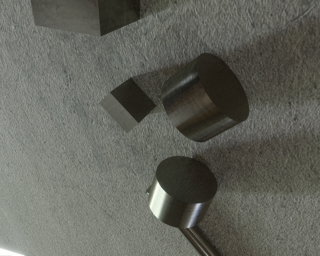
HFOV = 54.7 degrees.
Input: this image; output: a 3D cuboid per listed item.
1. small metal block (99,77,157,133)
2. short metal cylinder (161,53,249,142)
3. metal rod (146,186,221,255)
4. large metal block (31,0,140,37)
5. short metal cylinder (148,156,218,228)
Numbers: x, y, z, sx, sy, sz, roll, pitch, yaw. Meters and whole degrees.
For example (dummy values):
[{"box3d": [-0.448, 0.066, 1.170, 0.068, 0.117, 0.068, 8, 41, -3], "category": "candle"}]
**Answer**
[{"box3d": [-0.039, -0.030, 0.393, 0.050, 0.050, 0.025, 48, 129, -5], "category": "small metal block"}, {"box3d": [0.048, -0.031, 0.326, 0.050, 0.080, 0.080, -33, 100, 38], "category": "short metal cylinder"}, {"box3d": [0.082, 0.204, 0.490, 0.025, 0.025, 0.300, -32, 101, 38], "category": "metal rod"}, {"box3d": [-0.076, -0.137, 0.326, 0.080, 0.080, 0.050, 15, 125, 20], "category": "large metal block"}, {"box3d": [0.029, 0.083, 0.407, 0.080, 0.080, 0.050, 25, 127, 12], "category": "short metal cylinder"}]
